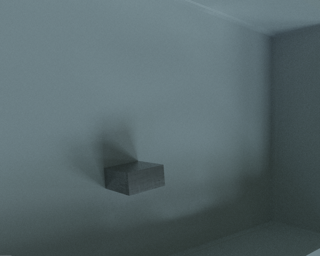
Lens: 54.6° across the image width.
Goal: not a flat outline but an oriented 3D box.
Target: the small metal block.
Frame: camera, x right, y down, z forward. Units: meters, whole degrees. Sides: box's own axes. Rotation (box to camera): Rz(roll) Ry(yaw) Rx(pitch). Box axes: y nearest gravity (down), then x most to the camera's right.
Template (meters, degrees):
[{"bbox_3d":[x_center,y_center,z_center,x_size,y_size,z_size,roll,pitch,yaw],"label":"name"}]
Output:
[{"bbox_3d":[-0.030,0.057,0.364,0.050,0.050,0.025,-7,95,-40],"label":"small metal block"}]
